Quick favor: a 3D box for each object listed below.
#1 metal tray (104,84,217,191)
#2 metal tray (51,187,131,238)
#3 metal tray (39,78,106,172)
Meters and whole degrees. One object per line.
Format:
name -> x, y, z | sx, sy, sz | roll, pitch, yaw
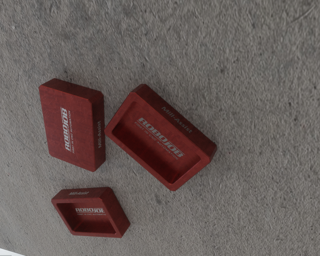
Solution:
metal tray -> -0.002, 0.015, 0.413 | 0.130, 0.030, 0.090 | 41, 129, 0
metal tray -> -0.128, 0.155, 0.566 | 0.130, 0.030, 0.090 | -10, 114, 32
metal tray -> -0.130, -0.003, 0.471 | 0.090, 0.030, 0.129 | 17, 125, 18
